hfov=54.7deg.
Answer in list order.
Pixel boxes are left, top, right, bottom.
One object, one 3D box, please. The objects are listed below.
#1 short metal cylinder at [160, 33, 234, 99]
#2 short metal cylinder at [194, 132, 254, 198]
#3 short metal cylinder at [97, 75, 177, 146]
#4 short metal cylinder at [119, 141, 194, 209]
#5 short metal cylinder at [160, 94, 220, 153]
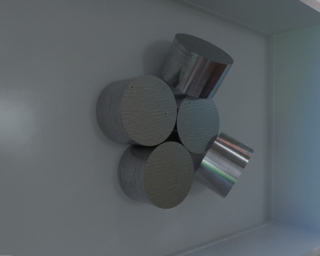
[{"bbox_3d":[0.047,-0.081,0.400,0.081,0.080,0.050,-4,131,-40],"label":"short metal cylinder"},{"bbox_3d":[0.090,0.052,0.439,0.080,0.050,0.080,-54,166,-20],"label":"short metal cylinder"},{"bbox_3d":[-0.026,-0.020,0.367,0.081,0.050,0.079,0,90,-40],"label":"short metal cylinder"},{"bbox_3d":[-0.004,0.056,0.387,0.081,0.050,0.079,0,90,-40],"label":"short metal cylinder"},{"bbox_3d":[0.035,-0.007,0.419,0.081,0.050,0.079,0,90,-40],"label":"short metal cylinder"}]
